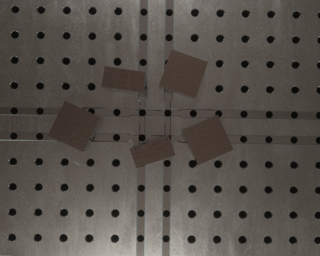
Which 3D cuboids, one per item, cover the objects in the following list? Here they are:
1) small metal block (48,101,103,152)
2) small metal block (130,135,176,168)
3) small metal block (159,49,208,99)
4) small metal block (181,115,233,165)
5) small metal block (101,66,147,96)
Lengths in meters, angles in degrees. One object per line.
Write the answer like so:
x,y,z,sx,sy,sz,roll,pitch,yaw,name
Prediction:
-0.111,-0.002,0.412,0.050,0.025,0.050,26,90,-1,small metal block
-0.009,0.029,0.401,0.050,0.050,0.025,-19,90,0,small metal block
0.030,-0.070,0.414,0.050,0.025,0.050,19,90,-1,small metal block
0.062,0.015,0.414,0.050,0.025,0.050,-24,90,-1,small metal block
-0.044,-0.059,0.400,0.050,0.050,0.025,8,90,-1,small metal block
